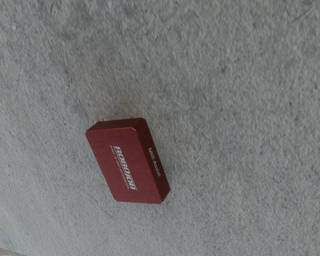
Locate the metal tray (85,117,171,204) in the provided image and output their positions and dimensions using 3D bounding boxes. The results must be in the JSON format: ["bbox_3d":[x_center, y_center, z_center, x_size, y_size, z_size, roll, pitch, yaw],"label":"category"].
[{"bbox_3d":[-0.046,0.051,0.460,0.090,0.030,0.129,-5,116,30],"label":"metal tray"}]
